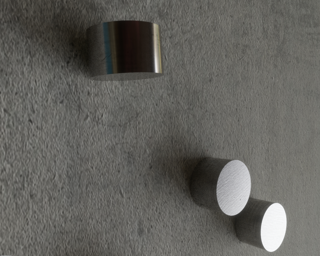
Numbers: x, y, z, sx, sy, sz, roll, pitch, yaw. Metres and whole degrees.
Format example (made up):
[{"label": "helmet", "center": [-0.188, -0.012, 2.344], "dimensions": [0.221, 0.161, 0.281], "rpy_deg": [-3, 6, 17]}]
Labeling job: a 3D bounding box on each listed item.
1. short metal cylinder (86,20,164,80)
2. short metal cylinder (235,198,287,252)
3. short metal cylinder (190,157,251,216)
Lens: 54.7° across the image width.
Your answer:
[{"label": "short metal cylinder", "center": [-0.037, -0.080, 0.337], "dimensions": [0.081, 0.080, 0.050], "rpy_deg": [-7, 95, -40]}, {"label": "short metal cylinder", "center": [0.174, 0.165, 0.535], "dimensions": [0.081, 0.050, 0.080], "rpy_deg": [0, 90, -40]}, {"label": "short metal cylinder", "center": [0.092, 0.086, 0.465], "dimensions": [0.081, 0.050, 0.080], "rpy_deg": [0, 90, -40]}]
